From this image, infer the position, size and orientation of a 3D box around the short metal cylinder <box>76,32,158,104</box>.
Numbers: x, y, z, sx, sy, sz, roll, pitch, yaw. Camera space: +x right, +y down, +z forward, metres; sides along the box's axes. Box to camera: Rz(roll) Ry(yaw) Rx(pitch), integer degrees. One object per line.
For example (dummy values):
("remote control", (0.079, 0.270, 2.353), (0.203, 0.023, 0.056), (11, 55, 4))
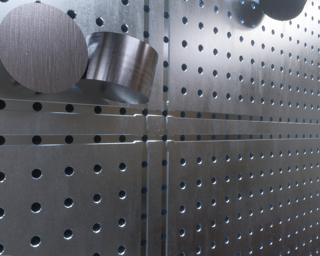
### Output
("short metal cylinder", (-0.046, -0.062, 0.336), (0.080, 0.080, 0.050), (19, 78, -39))

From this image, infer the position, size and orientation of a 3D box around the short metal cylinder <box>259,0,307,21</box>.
("short metal cylinder", (0.232, -0.247, 0.570), (0.080, 0.080, 0.050), (47, 62, -31))

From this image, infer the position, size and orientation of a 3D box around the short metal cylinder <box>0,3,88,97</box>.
("short metal cylinder", (-0.117, -0.071, 0.295), (0.081, 0.050, 0.079), (0, 90, -40))
